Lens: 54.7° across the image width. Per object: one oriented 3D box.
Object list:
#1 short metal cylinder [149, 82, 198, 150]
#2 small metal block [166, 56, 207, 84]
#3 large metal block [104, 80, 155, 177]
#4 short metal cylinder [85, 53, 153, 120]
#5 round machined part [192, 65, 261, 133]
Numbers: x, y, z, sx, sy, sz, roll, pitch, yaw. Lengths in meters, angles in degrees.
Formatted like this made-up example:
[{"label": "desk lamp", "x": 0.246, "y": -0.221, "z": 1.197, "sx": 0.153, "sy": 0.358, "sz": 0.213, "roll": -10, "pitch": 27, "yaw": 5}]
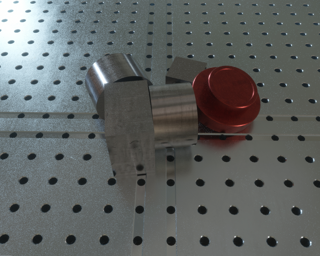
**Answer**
[{"label": "short metal cylinder", "x": 0.014, "y": -0.015, "z": 0.384, "sx": 0.050, "sy": 0.080, "sz": 0.080, "roll": -5, "pitch": 50, "yaw": -4}, {"label": "small metal block", "x": 0.040, "y": -0.080, "z": 0.475, "sx": 0.050, "sy": 0.025, "sz": 0.050, "roll": 15, "pitch": 52, "yaw": 12}, {"label": "large metal block", "x": -0.036, "y": 0.001, "z": 0.371, "sx": 0.050, "sy": 0.080, "sz": 0.080, "roll": -6, "pitch": 50, "yaw": -5}, {"label": "short metal cylinder", "x": -0.054, "y": -0.052, "z": 0.415, "sx": 0.081, "sy": 0.080, "sz": 0.050, "roll": -20, "pitch": 53, "yaw": -16}, {"label": "round machined part", "x": 0.091, "y": -0.045, "z": 0.419, "sx": 0.099, "sy": 0.042, "sz": 0.098, "roll": 6, "pitch": 60, "yaw": -11}]
